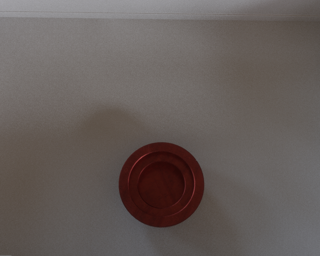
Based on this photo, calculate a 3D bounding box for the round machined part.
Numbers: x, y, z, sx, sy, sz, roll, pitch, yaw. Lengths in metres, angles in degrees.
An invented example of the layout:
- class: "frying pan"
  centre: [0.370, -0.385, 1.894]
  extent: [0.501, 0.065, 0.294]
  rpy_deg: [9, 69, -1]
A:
- class: "round machined part"
  centre: [0.002, 0.070, 0.375]
  extent: [0.099, 0.042, 0.098]
  rpy_deg: [0, 70, 0]
